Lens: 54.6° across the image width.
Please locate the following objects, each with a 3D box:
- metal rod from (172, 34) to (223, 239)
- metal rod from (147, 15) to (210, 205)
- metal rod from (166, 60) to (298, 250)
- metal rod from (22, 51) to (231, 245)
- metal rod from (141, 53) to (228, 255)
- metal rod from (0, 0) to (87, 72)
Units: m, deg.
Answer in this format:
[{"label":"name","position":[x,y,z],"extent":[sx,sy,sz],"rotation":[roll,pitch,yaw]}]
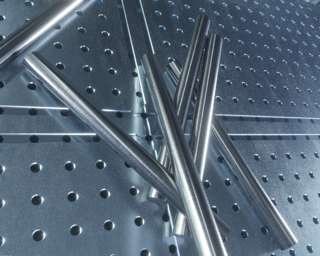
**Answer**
[{"label":"metal rod","position":[0.056,-0.008,0.416],"extent":[0.025,0.025,0.300],"rotation":[21,62,-16]},{"label":"metal rod","position":[0.032,-0.044,0.426],"extent":[0.025,0.025,0.300],"rotation":[23,61,-14]},{"label":"metal rod","position":[0.094,0.028,0.440],"extent":[0.025,0.025,0.299],"rotation":[-20,73,-36]},{"label":"metal rod","position":[-0.045,0.016,0.351],"extent":[0.300,0.025,0.025],"rotation":[41,51,9]},{"label":"metal rod","position":[0.015,0.007,0.364],"extent":[0.025,0.025,0.300],"rotation":[7,44,-25]},{"label":"metal rod","position":[-0.157,-0.133,0.404],"extent":[0.025,0.025,0.301],"rotation":[34,51,-6]}]
